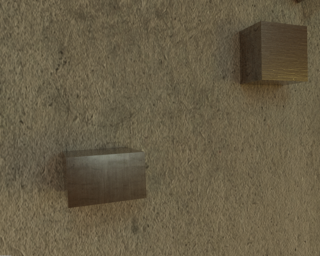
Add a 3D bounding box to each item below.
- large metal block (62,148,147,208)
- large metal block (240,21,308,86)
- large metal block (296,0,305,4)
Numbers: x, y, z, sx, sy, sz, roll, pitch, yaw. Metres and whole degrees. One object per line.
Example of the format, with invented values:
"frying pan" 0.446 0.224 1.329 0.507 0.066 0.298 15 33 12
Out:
"large metal block" -0.067 0.052 0.355 0.081 0.080 0.050 -3 91 -20
"large metal block" 0.167 -0.106 0.457 0.081 0.050 0.080 -1 91 -20
"large metal block" 0.243 -0.258 0.485 0.080 0.050 0.080 -36 102 -17
